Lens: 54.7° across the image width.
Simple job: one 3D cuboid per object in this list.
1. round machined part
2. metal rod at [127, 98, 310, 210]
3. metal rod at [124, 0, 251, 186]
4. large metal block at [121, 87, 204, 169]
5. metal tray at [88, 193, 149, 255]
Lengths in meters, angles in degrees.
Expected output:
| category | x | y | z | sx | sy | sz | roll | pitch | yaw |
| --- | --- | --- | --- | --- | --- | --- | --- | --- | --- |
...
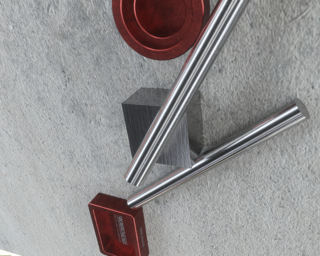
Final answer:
| category | x | y | z | sx | sy | sz | roll | pitch | yaw |
| --- | --- | --- | --- | --- | --- | --- | --- | --- | --- |
| round machined part | 0.004 | -0.123 | 0.317 | 0.098 | 0.042 | 0.097 | 13 | 124 | 20 |
| metal rod | 0.051 | 0.050 | 0.409 | 0.025 | 0.025 | 0.299 | 48 | 128 | -6 |
| metal rod | 0.036 | -0.060 | 0.302 | 0.025 | 0.025 | 0.298 | 32 | 114 | 7 |
| large metal block | 0.006 | -0.002 | 0.385 | 0.080 | 0.050 | 0.079 | 6 | 121 | 24 |
| metal tray | -0.072 | 0.182 | 0.551 | 0.090 | 0.030 | 0.129 | 9 | 122 | 23 |
